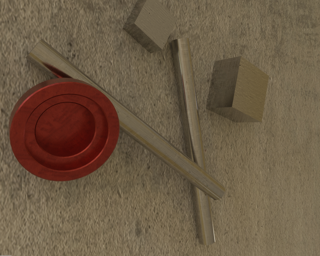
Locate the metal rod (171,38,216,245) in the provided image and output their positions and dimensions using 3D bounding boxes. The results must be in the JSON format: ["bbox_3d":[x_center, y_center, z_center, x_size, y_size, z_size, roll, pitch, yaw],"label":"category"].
[{"bbox_3d":[0.050,0.024,0.448,0.025,0.025,0.298,-14,99,-39],"label":"metal rod"}]

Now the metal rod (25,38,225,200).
[{"bbox_3d":[-0.020,0.007,0.371,0.301,0.025,0.025,39,66,-27],"label":"metal rod"}]

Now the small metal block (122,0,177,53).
[{"bbox_3d":[-0.012,-0.133,0.396,0.050,0.025,0.050,36,68,-34],"label":"small metal block"}]

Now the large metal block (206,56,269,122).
[{"bbox_3d":[0.125,-0.058,0.496,0.080,0.050,0.080,20,77,-39],"label":"large metal block"}]

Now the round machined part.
[{"bbox_3d":[-0.093,-0.001,0.303,0.099,0.042,0.097,-11,113,-25],"label":"round machined part"}]
